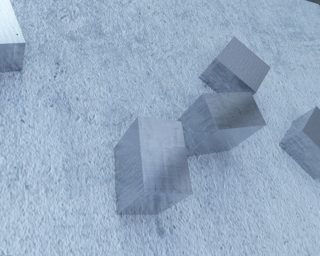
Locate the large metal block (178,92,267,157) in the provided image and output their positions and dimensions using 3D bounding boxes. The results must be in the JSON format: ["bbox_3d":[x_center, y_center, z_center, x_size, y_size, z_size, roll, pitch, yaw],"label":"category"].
[{"bbox_3d":[0.077,-0.004,0.412,0.081,0.080,0.050,-5,65,-31],"label":"large metal block"}]

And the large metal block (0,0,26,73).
[{"bbox_3d":[-0.205,-0.106,0.342,0.081,0.050,0.080,-14,69,-34],"label":"large metal block"}]

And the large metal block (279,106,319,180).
[{"bbox_3d":[0.256,0.024,0.511,0.080,0.050,0.080,46,51,3],"label":"large metal block"}]

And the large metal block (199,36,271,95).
[{"bbox_3d":[0.124,-0.092,0.510,0.080,0.050,0.080,40,51,-1],"label":"large metal block"}]

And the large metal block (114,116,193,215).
[{"bbox_3d":[-0.012,0.044,0.335,0.050,0.080,0.080,7,59,-25],"label":"large metal block"}]
